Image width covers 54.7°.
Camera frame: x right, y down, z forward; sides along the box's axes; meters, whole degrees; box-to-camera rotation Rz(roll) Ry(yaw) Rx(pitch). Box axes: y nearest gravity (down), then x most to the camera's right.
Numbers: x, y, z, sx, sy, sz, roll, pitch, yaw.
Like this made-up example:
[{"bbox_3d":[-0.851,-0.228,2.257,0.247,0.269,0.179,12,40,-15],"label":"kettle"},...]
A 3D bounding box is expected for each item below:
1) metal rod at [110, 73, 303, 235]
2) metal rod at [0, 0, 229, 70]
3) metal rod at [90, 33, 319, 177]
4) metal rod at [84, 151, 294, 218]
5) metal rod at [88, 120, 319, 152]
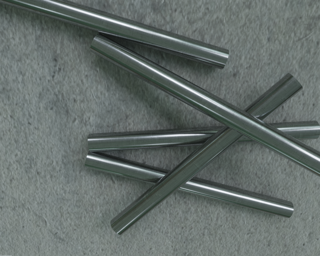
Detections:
[{"bbox_3d":[0.050,0.041,0.397,0.300,0.025,0.025,-41,105,13],"label":"metal rod"},{"bbox_3d":[-0.065,-0.123,0.363,0.302,0.025,0.025,15,109,-6],"label":"metal rod"},{"bbox_3d":[0.054,-0.029,0.360,0.301,0.025,0.025,29,108,5],"label":"metal rod"},{"bbox_3d":[0.045,0.081,0.440,0.302,0.025,0.025,15,109,-6],"label":"metal rod"},{"bbox_3d":[0.057,0.011,0.414,0.302,0.025,0.025,-3,110,0],"label":"metal rod"}]
